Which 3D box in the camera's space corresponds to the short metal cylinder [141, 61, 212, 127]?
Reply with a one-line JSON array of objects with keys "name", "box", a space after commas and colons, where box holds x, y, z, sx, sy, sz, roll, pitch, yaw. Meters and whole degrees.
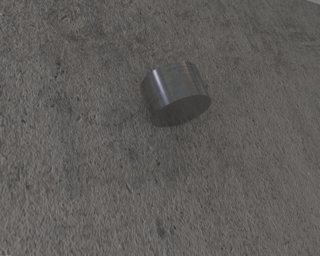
[{"name": "short metal cylinder", "box": [0.020, -0.042, 0.405, 0.081, 0.080, 0.050, -7, 65, -31]}]
